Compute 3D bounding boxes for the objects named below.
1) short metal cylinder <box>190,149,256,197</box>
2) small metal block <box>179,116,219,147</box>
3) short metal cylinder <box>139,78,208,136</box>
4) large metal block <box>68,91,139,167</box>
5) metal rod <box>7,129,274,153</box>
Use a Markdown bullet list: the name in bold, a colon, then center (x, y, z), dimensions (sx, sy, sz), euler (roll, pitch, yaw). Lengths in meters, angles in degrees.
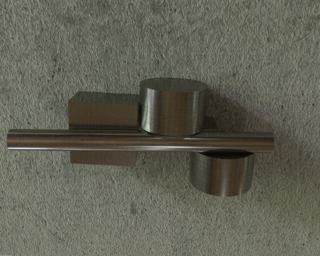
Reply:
- **short metal cylinder**: center (0.079, 0.045, 0.399), dimensions (0.081, 0.080, 0.050), euler (0, 110, -1)
- **small metal block**: center (0.045, 0.004, 0.399), dimensions (0.050, 0.050, 0.025), euler (1, 110, -1)
- **short metal cylinder**: center (0.015, -0.028, 0.372), dimensions (0.081, 0.080, 0.050), euler (2, 110, -1)
- **large metal block**: center (-0.068, 0.000, 0.393), dimensions (0.081, 0.050, 0.079), euler (3, 110, -2)
- **metal rod**: center (-0.020, 0.015, 0.362), dimensions (0.302, 0.025, 0.025), euler (1, 110, -2)
